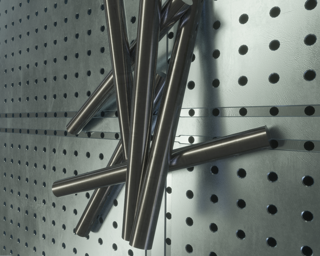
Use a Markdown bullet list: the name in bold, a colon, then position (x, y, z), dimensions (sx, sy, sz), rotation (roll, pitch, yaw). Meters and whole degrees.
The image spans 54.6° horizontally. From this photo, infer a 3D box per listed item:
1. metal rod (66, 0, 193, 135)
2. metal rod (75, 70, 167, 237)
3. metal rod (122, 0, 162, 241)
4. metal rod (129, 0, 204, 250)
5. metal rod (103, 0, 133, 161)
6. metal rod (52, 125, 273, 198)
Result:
- **metal rod**: position (-0.061, -0.073, 0.440), dimensions (0.299, 0.025, 0.025), rotation (-40, 66, 40)
- **metal rod**: position (-0.063, 0.051, 0.462), dimensions (0.025, 0.025, 0.298), rotation (43, 116, 31)
- **metal rod**: position (-0.020, -0.020, 0.354), dimensions (0.025, 0.025, 0.298), rotation (8, 95, 40)
- **metal rod**: position (0.011, -0.018, 0.354), dimensions (0.025, 0.025, 0.299), rotation (5, 79, 40)
- **metal rod**: position (-0.043, -0.027, 0.404), dimensions (0.025, 0.025, 0.298), rotation (5, 106, 40)
- **metal rod**: position (-0.017, 0.048, 0.383), dimensions (0.300, 0.025, 0.025), rotation (-17, 79, 26)
